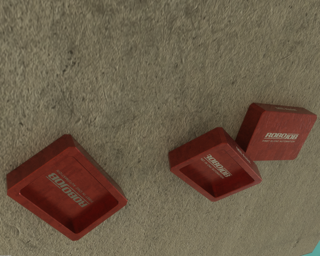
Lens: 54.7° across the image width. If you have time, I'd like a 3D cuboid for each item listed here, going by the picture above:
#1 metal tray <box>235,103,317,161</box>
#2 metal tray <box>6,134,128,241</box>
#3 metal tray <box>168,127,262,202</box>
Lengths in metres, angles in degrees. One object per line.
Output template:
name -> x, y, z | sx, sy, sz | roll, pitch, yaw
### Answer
metal tray -> 0.190, 0.009, 0.513 | 0.131, 0.030, 0.089 | 2, 117, -30
metal tray -> -0.112, 0.080, 0.391 | 0.090, 0.030, 0.130 | -36, 129, -4
metal tray -> 0.084, 0.060, 0.464 | 0.090, 0.030, 0.130 | -30, 133, 22
